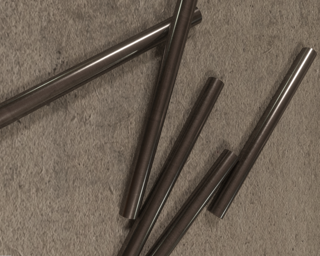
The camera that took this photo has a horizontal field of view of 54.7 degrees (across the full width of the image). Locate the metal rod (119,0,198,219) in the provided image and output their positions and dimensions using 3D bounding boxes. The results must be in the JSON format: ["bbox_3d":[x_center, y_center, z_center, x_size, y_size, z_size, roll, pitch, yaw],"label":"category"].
[{"bbox_3d":[-0.001,-0.032,0.393,0.025,0.025,0.298,15,91,-20],"label":"metal rod"}]

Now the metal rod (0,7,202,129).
[{"bbox_3d":[-0.072,-0.080,0.383,0.302,0.025,0.025,-32,101,-18],"label":"metal rod"}]

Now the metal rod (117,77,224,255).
[{"bbox_3d":[0.011,0.065,0.414,0.025,0.025,0.299,31,80,-18],"label":"metal rod"}]

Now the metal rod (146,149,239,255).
[{"bbox_3d":[0.011,0.151,0.414,0.025,0.025,0.300,43,76,-15],"label":"metal rod"}]

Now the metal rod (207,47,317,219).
[{"bbox_3d":[0.159,0.001,0.469,0.025,0.025,0.300,37,78,-17],"label":"metal rod"}]
